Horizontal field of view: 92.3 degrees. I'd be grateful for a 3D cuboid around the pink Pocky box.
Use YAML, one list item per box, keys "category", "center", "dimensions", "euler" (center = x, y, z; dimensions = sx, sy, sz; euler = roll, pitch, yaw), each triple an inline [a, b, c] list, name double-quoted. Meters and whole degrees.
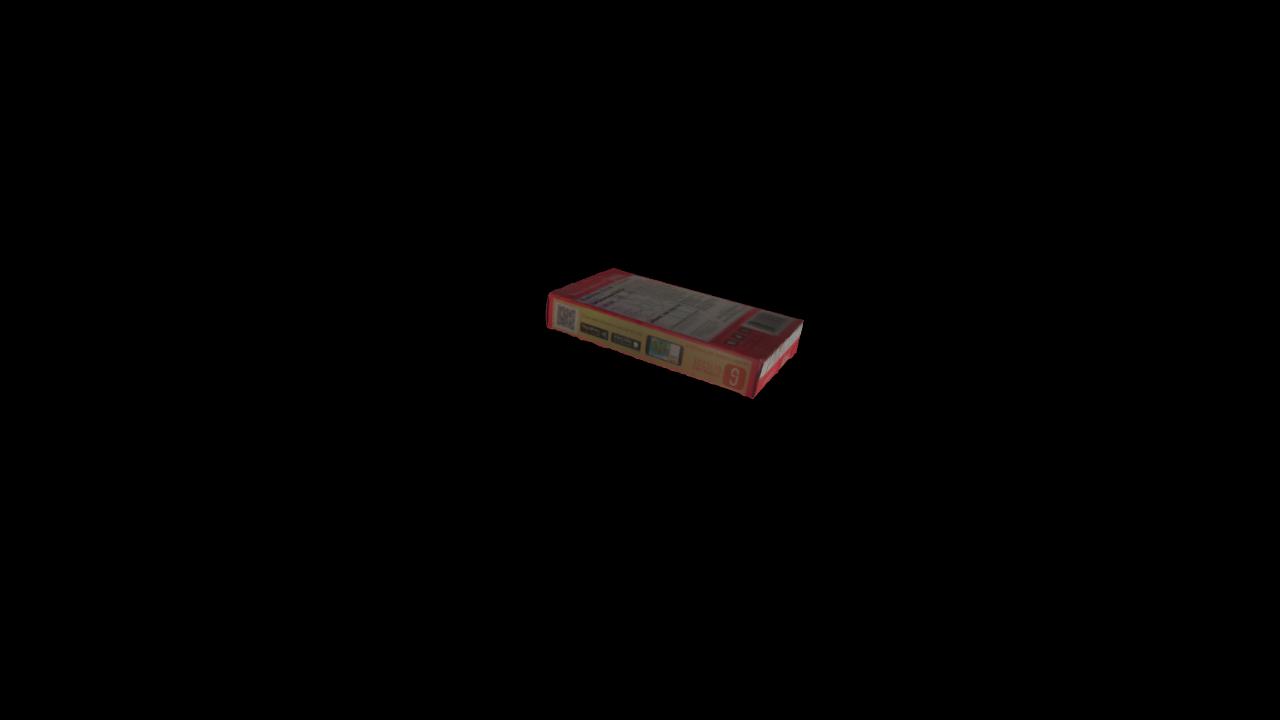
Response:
- category: "pink Pocky box"
  center: [0.022, -0.024, 0.415]
  dimensions: [0.155, 0.029, 0.084]
  euler: [19, 28, 24]
